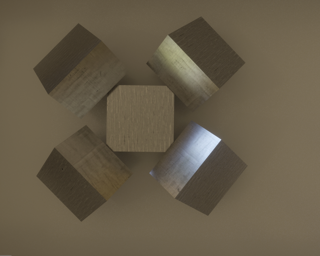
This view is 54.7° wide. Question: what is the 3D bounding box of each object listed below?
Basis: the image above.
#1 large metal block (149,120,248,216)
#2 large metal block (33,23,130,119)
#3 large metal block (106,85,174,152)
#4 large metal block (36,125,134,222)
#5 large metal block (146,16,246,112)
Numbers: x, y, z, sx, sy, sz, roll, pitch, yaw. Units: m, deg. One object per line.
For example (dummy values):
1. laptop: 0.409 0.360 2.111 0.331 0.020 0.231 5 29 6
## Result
1. large metal block: 0.049 0.050 0.376 0.080 0.050 0.080 -52 135 -1
2. large metal block: -0.097 -0.070 0.373 0.080 0.080 0.050 -46 134 0
3. large metal block: -0.023 -0.011 0.396 0.081 0.050 0.080 1 90 0
4. large metal block: -0.093 0.057 0.376 0.080 0.050 0.080 46 134 -1
5. large metal block: 0.045 -0.079 0.377 0.080 0.050 0.080 47 47 0
